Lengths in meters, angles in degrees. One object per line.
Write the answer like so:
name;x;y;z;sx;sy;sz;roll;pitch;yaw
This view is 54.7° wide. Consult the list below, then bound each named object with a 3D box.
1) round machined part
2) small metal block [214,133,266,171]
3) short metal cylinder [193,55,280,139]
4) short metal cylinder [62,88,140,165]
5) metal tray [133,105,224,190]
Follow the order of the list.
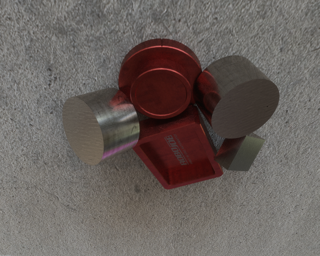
round machined part;0.001;-0.049;0.357;0.099;0.042;0.097;0;130;0
small metal block;0.106;0.029;0.411;0.050;0.025;0.050;11;110;-44
short metal cylinder;0.085;-0.034;0.350;0.081;0.050;0.079;-12;134;-13
short metal cylinder;-0.070;-0.003;0.361;0.050;0.080;0.079;-23;146;-41
metal tray;0.026;0.032;0.418;0.090;0.030;0.130;-17;138;14
